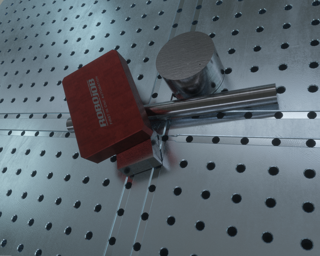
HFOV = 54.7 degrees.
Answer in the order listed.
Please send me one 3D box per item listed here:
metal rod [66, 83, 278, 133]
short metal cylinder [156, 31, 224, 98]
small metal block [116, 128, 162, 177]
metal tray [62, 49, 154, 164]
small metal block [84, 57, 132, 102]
[{"bbox_3d":[0.000,-0.022,0.421,0.301,0.025,0.025,-7,59,23],"label":"metal rod"},{"bbox_3d":[0.041,-0.083,0.420,0.080,0.050,0.080,-13,56,20],"label":"short metal cylinder"},{"bbox_3d":[-0.029,0.029,0.403,0.050,0.025,0.050,-21,54,15],"label":"small metal block"},{"bbox_3d":[-0.073,-0.030,0.410,0.090,0.030,0.130,-27,64,11],"label":"metal tray"},{"bbox_3d":[-0.080,-0.074,0.477,0.050,0.050,0.025,-28,53,10],"label":"small metal block"}]
